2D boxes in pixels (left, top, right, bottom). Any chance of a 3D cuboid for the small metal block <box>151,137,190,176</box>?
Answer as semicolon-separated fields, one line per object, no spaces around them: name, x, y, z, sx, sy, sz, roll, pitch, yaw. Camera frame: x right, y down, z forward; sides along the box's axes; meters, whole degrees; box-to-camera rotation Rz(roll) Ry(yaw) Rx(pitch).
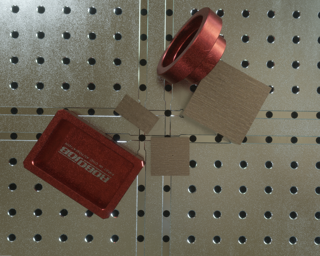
small metal block;0.013;0.037;0.414;0.050;0.025;0.050;0;90;-1

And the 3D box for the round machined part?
round machined part;0.042;-0.094;0.381;0.042;0.098;0.098;34;90;-20

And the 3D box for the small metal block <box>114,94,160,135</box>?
small metal block;-0.028;-0.017;0.401;0.050;0.050;0.025;36;90;-1

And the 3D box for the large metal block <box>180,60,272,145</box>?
large metal block;0.082;-0.033;0.402;0.080;0.050;0.080;29;90;-1

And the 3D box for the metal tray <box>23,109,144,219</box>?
metal tray;-0.098;0.046;0.409;0.130;0.030;0.090;34;90;-1
